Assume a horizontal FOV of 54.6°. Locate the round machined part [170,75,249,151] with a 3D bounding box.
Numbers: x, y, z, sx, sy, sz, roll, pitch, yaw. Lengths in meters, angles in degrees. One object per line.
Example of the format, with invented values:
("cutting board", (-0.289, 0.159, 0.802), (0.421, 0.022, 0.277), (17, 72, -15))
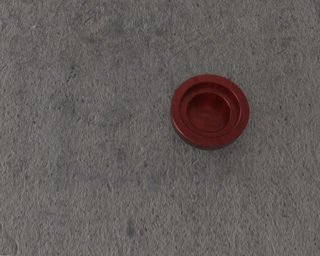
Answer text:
("round machined part", (0.062, -0.017, 0.406), (0.099, 0.042, 0.098), (0, 70, 0))
